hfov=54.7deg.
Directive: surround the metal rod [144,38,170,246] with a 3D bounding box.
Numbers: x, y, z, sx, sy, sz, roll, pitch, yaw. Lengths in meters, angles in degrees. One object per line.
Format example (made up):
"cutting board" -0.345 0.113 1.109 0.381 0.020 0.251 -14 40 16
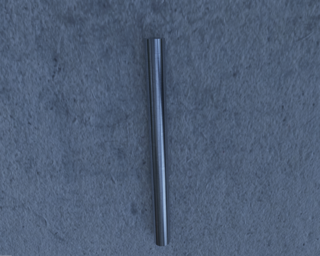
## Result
"metal rod" -0.002 0.032 0.421 0.025 0.025 0.298 -2 110 0
